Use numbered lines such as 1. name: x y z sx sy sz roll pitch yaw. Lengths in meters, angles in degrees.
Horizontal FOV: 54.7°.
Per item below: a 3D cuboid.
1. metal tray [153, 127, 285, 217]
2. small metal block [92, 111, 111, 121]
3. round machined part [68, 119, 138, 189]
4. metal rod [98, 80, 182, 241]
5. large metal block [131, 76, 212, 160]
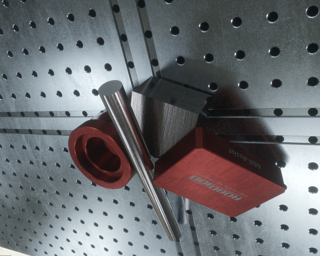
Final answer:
1. metal tray: 0.069 0.058 0.370 0.131 0.030 0.090 27 133 -21
2. small metal block: -0.072 0.000 0.445 0.050 0.025 0.050 -24 106 36
3. round machined part: -0.071 0.031 0.417 0.098 0.042 0.097 15 126 22
4. metal rod: -0.013 0.066 0.403 0.025 0.025 0.299 6 137 25
5. large metal block: 0.010 -0.008 0.381 0.080 0.050 0.079 21 126 15
